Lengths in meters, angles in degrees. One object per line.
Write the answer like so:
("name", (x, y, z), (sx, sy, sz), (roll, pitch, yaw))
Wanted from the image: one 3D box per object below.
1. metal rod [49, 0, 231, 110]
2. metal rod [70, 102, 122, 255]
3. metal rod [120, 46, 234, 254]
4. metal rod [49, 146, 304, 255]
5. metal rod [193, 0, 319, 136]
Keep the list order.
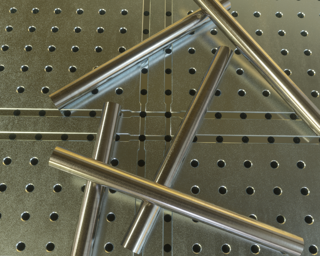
("metal rod", (-0.021, -0.115, 0.453), (0.301, 0.025, 0.025), (-33, 74, -12))
("metal rod", (-0.085, 0.109, 0.370), (0.025, 0.025, 0.299), (8, 70, 2))
("metal rod", (0.030, 0.014, 0.406), (0.025, 0.025, 0.300), (25, 72, 8))
("metal rod", (0.021, 0.085, 0.357), (0.302, 0.025, 0.025), (21, 71, -2))
("metal rod", (0.127, -0.112, 0.437), (0.025, 0.025, 0.300), (-37, 81, -13))
